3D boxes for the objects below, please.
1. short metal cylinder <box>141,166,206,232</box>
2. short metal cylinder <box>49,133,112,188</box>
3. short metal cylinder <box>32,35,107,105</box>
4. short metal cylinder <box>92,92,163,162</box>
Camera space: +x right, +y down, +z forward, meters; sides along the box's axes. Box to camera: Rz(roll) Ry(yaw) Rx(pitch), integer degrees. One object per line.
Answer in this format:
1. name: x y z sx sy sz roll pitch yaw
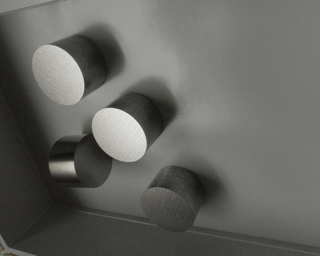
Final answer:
1. short metal cylinder: 0.020 0.101 0.445 0.080 0.050 0.079 13 124 21
2. short metal cylinder: -0.117 0.049 0.466 0.050 0.080 0.080 -5 116 31
3. short metal cylinder: -0.118 -0.077 0.407 0.080 0.050 0.079 13 124 21
4. short metal cylinder: -0.042 -0.002 0.414 0.080 0.050 0.079 13 124 21
